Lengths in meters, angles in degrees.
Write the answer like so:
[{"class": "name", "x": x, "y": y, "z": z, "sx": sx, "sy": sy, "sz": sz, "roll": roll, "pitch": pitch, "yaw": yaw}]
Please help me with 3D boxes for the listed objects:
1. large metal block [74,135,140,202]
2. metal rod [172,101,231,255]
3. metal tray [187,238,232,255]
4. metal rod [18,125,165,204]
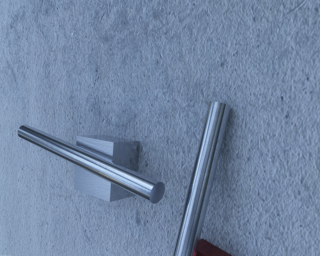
[{"class": "large metal block", "x": -0.078, "y": 0.054, "z": 0.451, "sx": 0.080, "sy": 0.050, "sz": 0.079, "roll": 7, "pitch": 95, "yaw": 39}, {"class": "metal rod", "x": 0.032, "y": 0.118, "z": 0.341, "sx": 0.025, "sy": 0.025, "sz": 0.298, "roll": 11, "pitch": 86, "yaw": 39}, {"class": "metal tray", "x": 0.078, "y": 0.193, "z": 0.336, "sx": 0.130, "sy": 0.030, "sz": 0.089, "roll": 19, "pitch": 102, "yaw": 38}, {"class": "metal rod", "x": -0.116, "y": 0.039, "z": 0.432, "sx": 0.300, "sy": 0.025, "sz": 0.025, "roll": 16, "pitch": 100, "yaw": 38}]
